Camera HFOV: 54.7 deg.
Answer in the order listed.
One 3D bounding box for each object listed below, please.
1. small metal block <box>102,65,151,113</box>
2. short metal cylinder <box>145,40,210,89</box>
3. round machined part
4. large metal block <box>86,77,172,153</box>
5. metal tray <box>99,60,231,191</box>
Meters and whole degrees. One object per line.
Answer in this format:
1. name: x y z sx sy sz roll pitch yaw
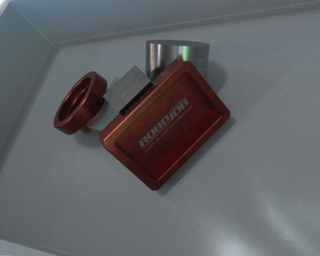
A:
1. small metal block: -0.037 -0.043 0.366 0.050 0.050 0.025 -45 90 -3
2. short metal cylinder: 0.021 -0.085 0.400 0.080 0.081 0.050 17 115 34
3. round machined part: -0.108 -0.031 0.451 0.098 0.042 0.098 -35 35 29
4. large metal block: -0.037 -0.016 0.416 0.080 0.050 0.080 16 70 34
5. metal tray: 0.007 -0.003 0.357 0.130 0.090 0.030 -45 24 -4
